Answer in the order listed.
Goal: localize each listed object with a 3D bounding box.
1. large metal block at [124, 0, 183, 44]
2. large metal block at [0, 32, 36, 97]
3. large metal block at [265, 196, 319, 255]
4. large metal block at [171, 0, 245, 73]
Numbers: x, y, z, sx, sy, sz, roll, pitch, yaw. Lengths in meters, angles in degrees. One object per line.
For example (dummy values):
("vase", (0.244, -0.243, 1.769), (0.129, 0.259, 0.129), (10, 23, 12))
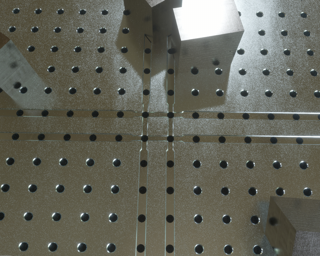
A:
("large metal block", (-0.013, -0.185, 0.450), (0.050, 0.080, 0.080), (-33, 73, -11))
("large metal block", (-0.230, -0.098, 0.417), (0.080, 0.080, 0.050), (35, 74, 12))
("large metal block", (0.168, 0.116, 0.334), (0.080, 0.080, 0.050), (4, 101, 2))
("large metal block", (0.061, -0.124, 0.428), (0.080, 0.080, 0.050), (-10, 71, -4))
